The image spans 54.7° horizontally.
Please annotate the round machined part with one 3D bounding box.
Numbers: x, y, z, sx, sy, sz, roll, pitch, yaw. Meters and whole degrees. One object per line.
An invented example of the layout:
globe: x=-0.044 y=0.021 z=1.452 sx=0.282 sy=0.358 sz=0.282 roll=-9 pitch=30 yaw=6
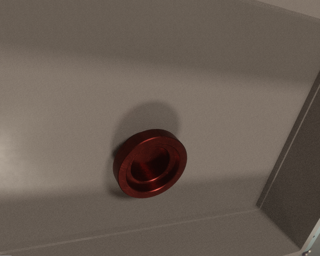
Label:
round machined part: x=-0.016 y=0.043 z=0.417 sx=0.099 sy=0.042 sz=0.097 roll=-14 pitch=125 yaw=-21
